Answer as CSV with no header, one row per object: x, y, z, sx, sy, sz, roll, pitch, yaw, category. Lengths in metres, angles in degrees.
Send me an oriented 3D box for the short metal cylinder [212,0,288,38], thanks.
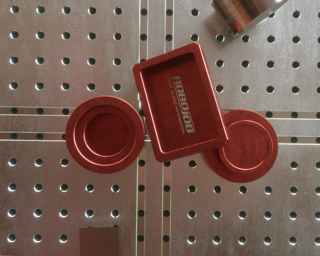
0.113,-0.158,0.387,0.080,0.080,0.050,-33,90,0,short metal cylinder

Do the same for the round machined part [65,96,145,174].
-0.068,0.008,0.404,0.099,0.042,0.097,0,90,-1,round machined part

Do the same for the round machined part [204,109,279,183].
0.107,0.024,0.406,0.099,0.042,0.097,0,90,0,round machined part

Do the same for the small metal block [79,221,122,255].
-0.078,0.153,0.413,0.050,0.025,0.050,-1,90,-1,small metal block

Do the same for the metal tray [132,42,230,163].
0.026,-0.030,0.388,0.090,0.030,0.129,-17,81,16,metal tray
